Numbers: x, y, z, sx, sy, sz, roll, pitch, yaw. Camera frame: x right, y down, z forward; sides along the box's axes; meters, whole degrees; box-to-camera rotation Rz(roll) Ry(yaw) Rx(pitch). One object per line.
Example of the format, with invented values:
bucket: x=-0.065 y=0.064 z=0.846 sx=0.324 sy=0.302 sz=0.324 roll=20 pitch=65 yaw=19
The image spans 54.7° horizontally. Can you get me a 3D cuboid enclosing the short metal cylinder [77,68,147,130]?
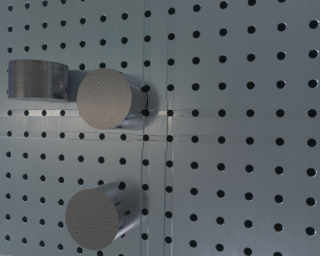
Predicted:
short metal cylinder: x=-0.064 y=-0.038 z=0.422 sx=0.080 sy=0.050 sz=0.079 roll=0 pitch=90 yaw=20

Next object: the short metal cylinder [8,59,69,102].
short metal cylinder: x=-0.173 y=-0.065 z=0.445 sx=0.080 sy=0.080 sz=0.050 roll=1 pitch=91 yaw=20

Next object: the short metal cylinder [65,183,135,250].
short metal cylinder: x=-0.081 y=0.120 z=0.428 sx=0.080 sy=0.050 sz=0.079 roll=0 pitch=90 yaw=20
